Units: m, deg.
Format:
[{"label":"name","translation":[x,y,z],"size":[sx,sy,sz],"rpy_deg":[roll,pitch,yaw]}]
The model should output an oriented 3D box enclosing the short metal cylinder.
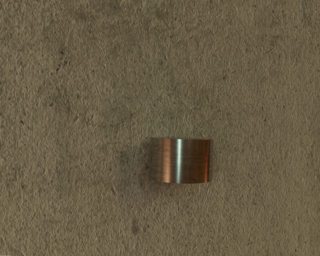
[{"label":"short metal cylinder","translation":[0.026,0.038,0.389],"size":[0.081,0.080,0.050],"rpy_deg":[2,90,-20]}]
